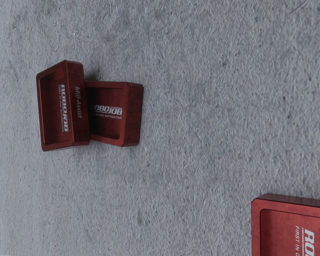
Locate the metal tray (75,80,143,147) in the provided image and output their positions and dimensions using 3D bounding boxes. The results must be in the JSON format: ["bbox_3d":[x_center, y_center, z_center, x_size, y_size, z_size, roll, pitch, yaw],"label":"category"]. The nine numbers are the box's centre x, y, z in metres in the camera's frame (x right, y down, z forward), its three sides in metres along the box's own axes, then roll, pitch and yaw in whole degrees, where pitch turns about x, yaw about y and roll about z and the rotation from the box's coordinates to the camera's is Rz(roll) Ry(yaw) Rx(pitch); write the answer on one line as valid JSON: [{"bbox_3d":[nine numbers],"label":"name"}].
[{"bbox_3d":[-0.086,-0.025,0.472,0.130,0.030,0.089,9,95,39],"label":"metal tray"}]

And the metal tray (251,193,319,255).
[{"bbox_3d":[0.135,0.133,0.290,0.090,0.030,0.129,-1,89,40],"label":"metal tray"}]

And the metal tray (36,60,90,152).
[{"bbox_3d":[-0.155,-0.032,0.489,0.090,0.030,0.129,-11,83,39],"label":"metal tray"}]
